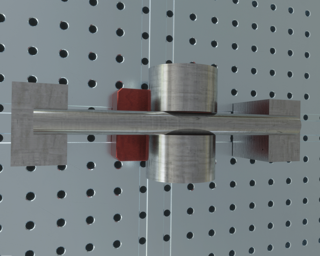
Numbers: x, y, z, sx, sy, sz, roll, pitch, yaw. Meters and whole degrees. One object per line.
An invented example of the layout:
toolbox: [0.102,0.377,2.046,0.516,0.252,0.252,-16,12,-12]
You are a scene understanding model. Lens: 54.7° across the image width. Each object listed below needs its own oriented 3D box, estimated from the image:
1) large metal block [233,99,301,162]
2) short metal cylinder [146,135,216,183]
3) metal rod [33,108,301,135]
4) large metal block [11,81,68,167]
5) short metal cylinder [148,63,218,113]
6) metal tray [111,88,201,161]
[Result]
large metal block: [0.147,0.003,0.436,0.050,0.080,0.080,1,90,-20]
short metal cylinder: [0.024,0.032,0.360,0.081,0.080,0.050,1,90,-20]
metal rod: [0.026,-0.005,0.336,0.302,0.025,0.025,1,90,-20]
large metal block: [-0.129,-0.004,0.335,0.050,0.080,0.080,1,90,-20]
short metal cylinder: [0.026,-0.043,0.361,0.081,0.080,0.050,1,90,-20]
metal tray: [0.004,-0.003,0.411,0.131,0.030,0.089,1,90,-20]
